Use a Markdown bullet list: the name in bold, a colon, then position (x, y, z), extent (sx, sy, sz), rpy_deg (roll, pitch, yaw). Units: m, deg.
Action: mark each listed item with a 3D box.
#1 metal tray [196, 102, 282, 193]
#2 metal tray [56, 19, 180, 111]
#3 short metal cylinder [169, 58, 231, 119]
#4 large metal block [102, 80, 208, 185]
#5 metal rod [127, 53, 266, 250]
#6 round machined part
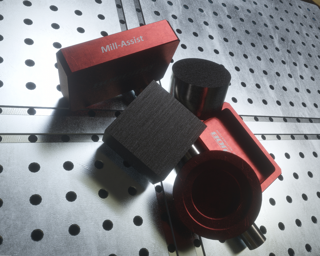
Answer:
- **metal tray**: position (0.100, 0.034, 0.433), extent (0.091, 0.030, 0.130), rpy_deg (-28, 77, -37)
- **metal tray**: position (-0.049, -0.071, 0.361), extent (0.131, 0.090, 0.030), rpy_deg (-23, 76, -21)
- **short metal cylinder**: position (0.053, -0.056, 0.432), extent (0.081, 0.050, 0.080), rpy_deg (5, 39, -4)
- **large metal block**: position (-0.008, 0.006, 0.356), extent (0.080, 0.050, 0.080), rpy_deg (41, 69, -1)
- **metal rod**: position (0.033, 0.023, 0.407), extent (0.025, 0.025, 0.299), rpy_deg (-28, 77, -37)
- **round machined part**: position (0.064, 0.077, 0.362), extent (0.099, 0.042, 0.098), rpy_deg (0, 78, 1)
